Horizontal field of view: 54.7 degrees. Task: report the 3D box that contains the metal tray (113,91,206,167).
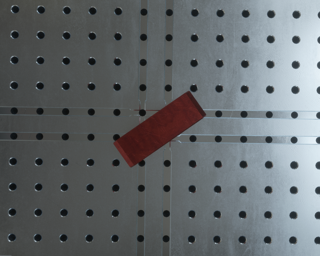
[{"bbox_3d":[0.000,0.001,0.361,0.090,0.130,0.030,-35,90,0],"label":"metal tray"}]
